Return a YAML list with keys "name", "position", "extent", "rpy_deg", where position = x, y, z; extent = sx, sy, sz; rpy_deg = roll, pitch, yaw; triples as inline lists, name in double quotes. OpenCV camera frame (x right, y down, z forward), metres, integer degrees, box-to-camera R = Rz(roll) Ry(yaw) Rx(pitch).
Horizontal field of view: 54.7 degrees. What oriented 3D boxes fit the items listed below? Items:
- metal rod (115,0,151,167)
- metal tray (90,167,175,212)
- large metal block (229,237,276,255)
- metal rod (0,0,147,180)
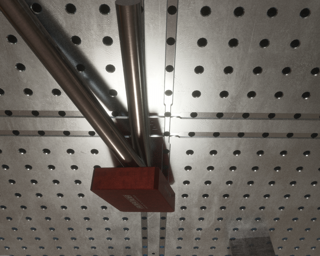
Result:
- name: "metal rod"
  position: [-0.027, -0.011, 0.401]
  extent: [0.025, 0.025, 0.298]
  rpy_deg: [-2, 130, 1]
- name: "metal tray"
  position: [-0.033, 0.093, 0.450]
  extent: [0.090, 0.030, 0.130]
  rpy_deg: [-3, 152, 12]
- name: "large metal block"
  position: [0.183, 0.266, 0.625]
  extent: [0.080, 0.050, 0.080]
  rpy_deg: [-5, 130, 4]
- name: "metal rod"
  position: [-0.085, -0.028, 0.368]
  extent: [0.025, 0.025, 0.299]
  rpy_deg: [-22, 122, 17]
